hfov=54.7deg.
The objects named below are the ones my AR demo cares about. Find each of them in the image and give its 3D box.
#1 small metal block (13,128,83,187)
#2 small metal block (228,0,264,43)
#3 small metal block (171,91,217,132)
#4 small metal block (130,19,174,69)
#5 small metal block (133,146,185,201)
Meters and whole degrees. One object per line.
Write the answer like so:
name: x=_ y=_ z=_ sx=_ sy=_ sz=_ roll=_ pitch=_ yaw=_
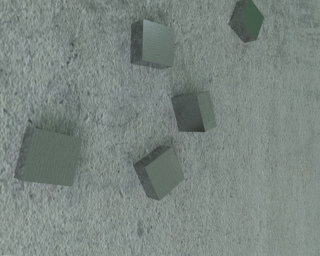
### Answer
small metal block: x=-0.111 y=0.030 z=0.311 sx=0.050 sy=0.025 sz=0.050 roll=17 pitch=79 yaw=-39
small metal block: x=0.148 y=-0.183 z=0.528 sx=0.050 sy=0.025 sz=0.050 roll=35 pitch=68 yaw=-35
small metal block: x=0.046 y=-0.022 z=0.427 sx=0.025 sy=0.050 sz=0.050 roll=-24 pitch=105 yaw=-38
small metal block: x=-0.009 y=-0.105 z=0.396 sx=0.050 sy=0.025 sz=0.050 roll=2 pitch=89 yaw=-40
small metal block: x=0.000 y=0.058 z=0.404 sx=0.050 sy=0.025 sz=0.050 roll=-35 pitch=112 yaw=-34
